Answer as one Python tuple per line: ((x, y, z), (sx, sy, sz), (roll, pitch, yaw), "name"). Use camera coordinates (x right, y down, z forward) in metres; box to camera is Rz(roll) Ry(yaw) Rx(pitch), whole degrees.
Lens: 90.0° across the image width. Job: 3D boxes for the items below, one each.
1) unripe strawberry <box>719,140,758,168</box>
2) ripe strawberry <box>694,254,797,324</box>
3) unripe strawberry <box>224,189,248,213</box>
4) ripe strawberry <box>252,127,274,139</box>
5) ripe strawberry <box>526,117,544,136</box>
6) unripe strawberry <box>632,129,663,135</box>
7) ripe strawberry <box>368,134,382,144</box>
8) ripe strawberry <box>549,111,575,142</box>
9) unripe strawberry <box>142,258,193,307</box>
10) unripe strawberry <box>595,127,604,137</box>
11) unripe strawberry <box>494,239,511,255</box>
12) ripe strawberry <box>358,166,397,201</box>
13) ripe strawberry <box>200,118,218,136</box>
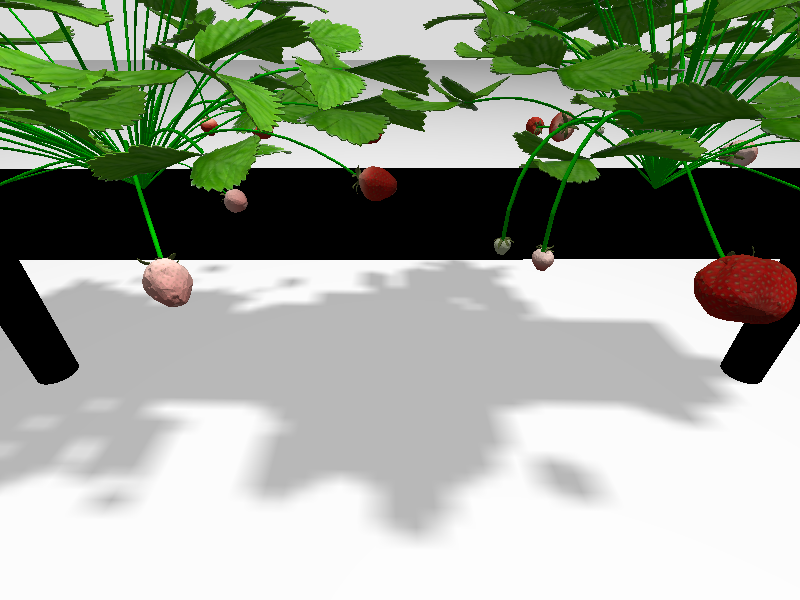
((0.343, -0.148, 0.404), (0.031, 0.026, 0.031), (-17, 36, -26), "unripe strawberry")
((0.148, -0.003, 0.173), (0.035, 0.031, 0.032), (11, 35, 17), "ripe strawberry")
((-0.122, -0.074, 0.299), (0.017, 0.017, 0.016), (28, 40, 16), "unripe strawberry")
((-0.184, -0.234, 0.538), (0.032, 0.034, 0.035), (6, 23, 9), "ripe strawberry")
((0.186, -0.241, 0.555), (0.024, 0.025, 0.026), (-5, 32, -8), "ripe strawberry")
((0.292, -0.198, 0.474), (0.032, 0.037, 0.035), (13, 34, 19), "unripe strawberry")
((-0.035, -0.208, 0.497), (0.027, 0.030, 0.029), (30, -1, 38), "ripe strawberry")
((0.206, -0.221, 0.512), (0.031, 0.035, 0.034), (-3, 15, -5), "ripe strawberry")
((-0.108, -0.007, 0.188), (0.020, 0.022, 0.023), (-19, -18, -27), "unripe strawberry")
((0.257, -0.217, 0.517), (0.011, 0.011, 0.010), (5, 33, 8), "unripe strawberry")
((0.058, -0.031, 0.229), (0.010, 0.010, 0.009), (-24, 40, -33), "unripe strawberry")
((-0.017, -0.092, 0.316), (0.030, 0.026, 0.030), (13, 34, 3), "ripe strawberry")
((-0.253, -0.229, 0.532), (0.021, 0.021, 0.018), (-4, 33, -6), "ripe strawberry")
